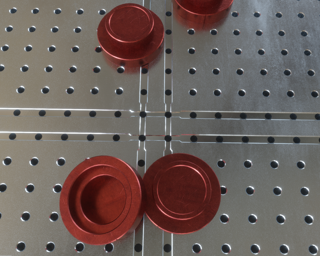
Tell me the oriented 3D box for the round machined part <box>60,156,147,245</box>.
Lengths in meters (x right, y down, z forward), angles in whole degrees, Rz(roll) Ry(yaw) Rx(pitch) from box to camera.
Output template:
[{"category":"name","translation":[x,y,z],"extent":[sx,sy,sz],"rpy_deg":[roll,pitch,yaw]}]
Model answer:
[{"category":"round machined part","translation":[-0.062,0.084,0.363],"extent":[0.098,0.042,0.098],"rpy_deg":[-4,72,13]}]

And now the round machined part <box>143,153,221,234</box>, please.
[{"category":"round machined part","translation":[0.025,0.077,0.375],"extent":[0.099,0.042,0.098],"rpy_deg":[0,70,-1]}]

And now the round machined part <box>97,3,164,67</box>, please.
[{"category":"round machined part","translation":[-0.043,-0.142,0.454],"extent":[0.099,0.042,0.098],"rpy_deg":[0,70,-1]}]

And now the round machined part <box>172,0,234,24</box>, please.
[{"category":"round machined part","translation":[0.068,-0.216,0.482],"extent":[0.099,0.042,0.098],"rpy_deg":[0,70,-1]}]
